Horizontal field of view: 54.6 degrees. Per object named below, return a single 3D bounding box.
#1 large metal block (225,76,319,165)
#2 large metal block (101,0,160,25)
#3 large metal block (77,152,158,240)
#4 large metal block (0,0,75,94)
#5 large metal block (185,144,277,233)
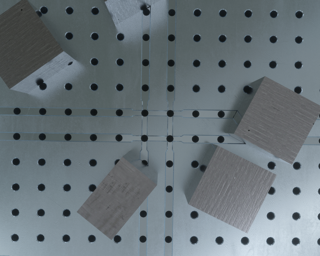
[{"bbox_3d":[0.144,-0.009,0.402,0.080,0.050,0.080,28,90,0],"label":"large metal block"},{"bbox_3d":[-0.039,-0.182,0.386,0.080,0.080,0.050,-29,90,0],"label":"large metal block"},{"bbox_3d":[-0.048,0.078,0.386,0.050,0.080,0.080,39,90,0],"label":"large metal block"},{"bbox_3d":[-0.172,-0.103,0.400,0.080,0.050,0.080,-35,90,0],"label":"large metal block"},{"bbox_3d":[0.088,0.075,0.401,0.080,0.050,0.080,27,90,0],"label":"large metal block"}]
